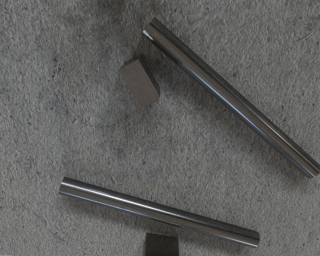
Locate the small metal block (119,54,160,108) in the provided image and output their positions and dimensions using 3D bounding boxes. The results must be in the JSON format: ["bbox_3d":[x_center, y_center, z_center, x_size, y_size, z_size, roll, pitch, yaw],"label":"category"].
[{"bbox_3d":[-0.023,-0.059,0.375,0.025,0.050,0.050,-28,108,9],"label":"small metal block"}]

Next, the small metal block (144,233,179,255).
[{"bbox_3d":[0.001,0.188,0.466,0.050,0.050,0.025,10,110,-4],"label":"small metal block"}]

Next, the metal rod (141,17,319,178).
[{"bbox_3d":[0.100,-0.030,0.400,0.301,0.025,0.025,38,105,-13],"label":"metal rod"}]

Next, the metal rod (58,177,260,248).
[{"bbox_3d":[0.004,0.126,0.456,0.302,0.025,0.025,18,109,-7],"label":"metal rod"}]
